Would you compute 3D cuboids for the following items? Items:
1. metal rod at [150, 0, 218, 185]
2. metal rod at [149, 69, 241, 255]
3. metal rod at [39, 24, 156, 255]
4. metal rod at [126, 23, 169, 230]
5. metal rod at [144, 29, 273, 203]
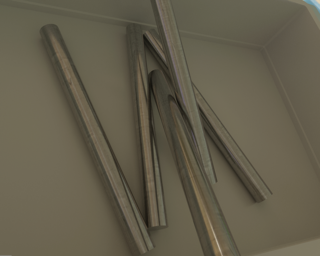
[{"bbox_3d":[0.024,-0.073,0.392,0.025,0.025,0.298,-17,94,-35],"label":"metal rod"},{"bbox_3d":[0.021,0.013,0.333,0.025,0.025,0.300,14,31,-21],"label":"metal rod"},{"bbox_3d":[-0.080,0.000,0.362,0.025,0.025,0.299,-15,70,-34],"label":"metal rod"},{"bbox_3d":[-0.022,-0.022,0.408,0.025,0.025,0.299,7,59,-25],"label":"metal rod"},{"bbox_3d":[0.063,-0.025,0.457,0.025,0.025,0.299,-25,75,-37],"label":"metal rod"}]
